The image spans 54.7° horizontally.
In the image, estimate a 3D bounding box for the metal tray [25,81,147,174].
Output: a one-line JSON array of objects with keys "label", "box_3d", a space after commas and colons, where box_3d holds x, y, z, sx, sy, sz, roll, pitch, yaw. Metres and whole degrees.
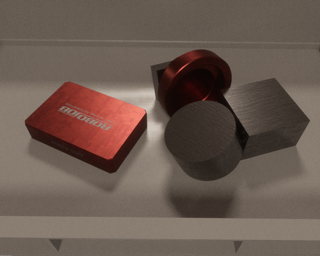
[{"label": "metal tray", "box_3d": [-0.094, -0.005, 0.405, 0.130, 0.030, 0.090, 21, 53, 16]}]

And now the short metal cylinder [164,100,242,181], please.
[{"label": "short metal cylinder", "box_3d": [0.052, 0.015, 0.361, 0.080, 0.050, 0.080, -12, 54, 17]}]

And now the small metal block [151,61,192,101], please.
[{"label": "small metal block", "box_3d": [0.018, -0.068, 0.442, 0.050, 0.050, 0.025, -17, 30, -14]}]

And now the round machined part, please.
[{"label": "round machined part", "box_3d": [0.041, -0.058, 0.408, 0.099, 0.097, 0.042, -20, 44, -16]}]

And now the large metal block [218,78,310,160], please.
[{"label": "large metal block", "box_3d": [0.127, -0.013, 0.402, 0.081, 0.050, 0.080, -13, 51, -12]}]
